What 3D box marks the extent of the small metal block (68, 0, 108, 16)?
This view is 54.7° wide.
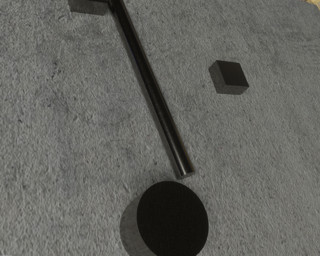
[{"bbox_3d":[-0.112,-0.200,0.467,0.050,0.025,0.050,-4,64,-30],"label":"small metal block"}]

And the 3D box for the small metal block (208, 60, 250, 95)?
[{"bbox_3d":[0.115,-0.084,0.520,0.050,0.025,0.050,0,62,-29],"label":"small metal block"}]

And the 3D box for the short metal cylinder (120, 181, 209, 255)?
[{"bbox_3d":[0.004,0.103,0.329,0.081,0.050,0.080,14,56,-21],"label":"short metal cylinder"}]

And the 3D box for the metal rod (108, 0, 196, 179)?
[{"bbox_3d":[-0.019,-0.071,0.437,0.025,0.025,0.299,-8,66,-32],"label":"metal rod"}]
